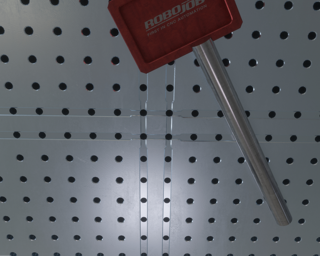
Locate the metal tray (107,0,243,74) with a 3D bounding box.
[{"bbox_3d":[0.018,-0.132,0.362,0.130,0.030,0.090,-25,109,8],"label":"metal tray"}]

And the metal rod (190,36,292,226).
[{"bbox_3d":[0.116,0.021,0.405,0.025,0.025,0.299,-27,114,9],"label":"metal rod"}]
